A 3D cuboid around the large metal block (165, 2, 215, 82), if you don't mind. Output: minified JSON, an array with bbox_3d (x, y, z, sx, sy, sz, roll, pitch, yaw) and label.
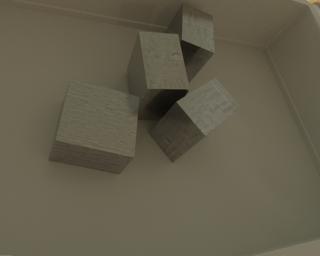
[{"bbox_3d":[0.037,-0.123,0.465,0.050,0.080,0.080,17,55,-19],"label":"large metal block"}]

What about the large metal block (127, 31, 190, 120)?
[{"bbox_3d":[-0.006,-0.064,0.398,0.050,0.080,0.080,-2,67,-18],"label":"large metal block"}]

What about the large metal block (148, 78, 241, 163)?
[{"bbox_3d":[0.044,-0.009,0.399,0.081,0.080,0.050,-34,81,-38],"label":"large metal block"}]

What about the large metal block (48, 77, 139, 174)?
[{"bbox_3d":[-0.073,-0.001,0.351,0.081,0.050,0.080,15,56,-20],"label":"large metal block"}]
